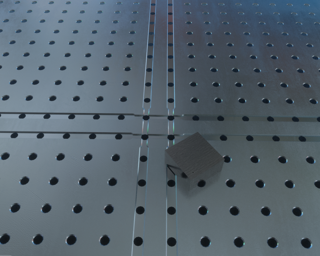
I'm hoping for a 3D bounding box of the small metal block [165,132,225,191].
[{"bbox_3d":[0.041,0.039,0.375,0.050,0.025,0.050,-28,55,-21],"label":"small metal block"}]
